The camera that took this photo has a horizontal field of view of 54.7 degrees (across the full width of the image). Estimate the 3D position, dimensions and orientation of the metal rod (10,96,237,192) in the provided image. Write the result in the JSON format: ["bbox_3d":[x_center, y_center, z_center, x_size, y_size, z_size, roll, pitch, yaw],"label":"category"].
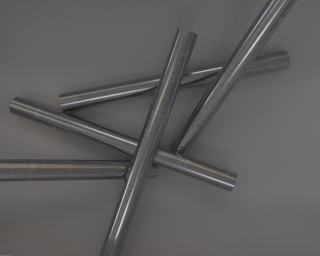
[{"bbox_3d":[-0.049,0.019,0.401,0.301,0.025,0.025,19,90,3],"label":"metal rod"}]

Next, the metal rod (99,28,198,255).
[{"bbox_3d":[-0.018,0.030,0.372,0.025,0.025,0.298,19,97,0],"label":"metal rod"}]

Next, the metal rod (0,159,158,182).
[{"bbox_3d":[-0.146,0.048,0.353,0.302,0.025,0.025,3,90,-23],"label":"metal rod"}]

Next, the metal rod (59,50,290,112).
[{"bbox_3d":[0.019,-0.062,0.411,0.302,0.025,0.025,-11,90,0],"label":"metal rod"}]

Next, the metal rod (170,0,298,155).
[{"bbox_3d":[0.097,-0.085,0.347,0.025,0.025,0.298,32,116,0],"label":"metal rod"}]
